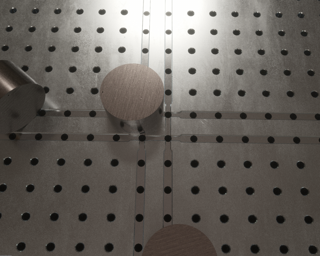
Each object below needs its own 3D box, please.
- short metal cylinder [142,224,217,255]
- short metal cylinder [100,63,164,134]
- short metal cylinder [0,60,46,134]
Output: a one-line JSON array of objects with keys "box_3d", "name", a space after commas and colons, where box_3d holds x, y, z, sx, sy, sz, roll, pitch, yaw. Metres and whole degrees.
[{"box_3d": [0.020, 0.149, 0.344, 0.081, 0.050, 0.080, 0, 70, 0], "name": "short metal cylinder"}, {"box_3d": [-0.035, -0.038, 0.412, 0.081, 0.050, 0.080, 0, 70, 0], "name": "short metal cylinder"}, {"box_3d": [-0.196, -0.039, 0.394, 0.050, 0.080, 0.080, 39, 74, 13], "name": "short metal cylinder"}]
